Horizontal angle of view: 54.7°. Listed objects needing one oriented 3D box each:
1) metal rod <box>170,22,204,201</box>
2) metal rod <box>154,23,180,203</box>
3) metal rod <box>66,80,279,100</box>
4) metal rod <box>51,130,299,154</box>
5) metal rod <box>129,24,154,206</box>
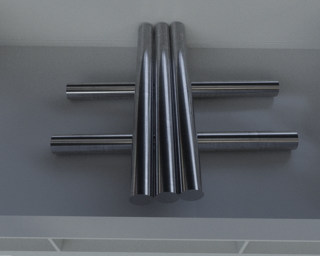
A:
[{"bbox_3d":[0.030,-0.047,0.409,0.025,0.025,0.300,-1,50,-1],"label":"metal rod"},{"bbox_3d":[0.005,-0.045,0.407,0.025,0.025,0.300,-1,50,-1],"label":"metal rod"},{"bbox_3d":[0.019,-0.056,0.450,0.302,0.025,0.025,-1,50,-1],"label":"metal rod"},{"bbox_3d":[0.019,0.018,0.389,0.302,0.025,0.025,-1,50,-1],"label":"metal rod"},{"bbox_3d":[-0.021,-0.043,0.405,0.025,0.025,0.300,-1,50,-1],"label":"metal rod"}]
